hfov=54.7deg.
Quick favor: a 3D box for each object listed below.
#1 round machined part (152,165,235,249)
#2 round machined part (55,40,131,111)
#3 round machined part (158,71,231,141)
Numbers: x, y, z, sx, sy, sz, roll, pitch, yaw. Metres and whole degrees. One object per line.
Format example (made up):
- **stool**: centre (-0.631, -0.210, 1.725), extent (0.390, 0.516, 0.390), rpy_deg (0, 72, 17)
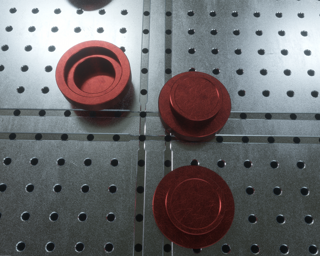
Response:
- **round machined part**: centre (0.040, 0.092, 0.370), extent (0.099, 0.042, 0.098), rpy_deg (0, 70, 0)
- **round machined part**: centre (-0.088, -0.068, 0.427), extent (0.099, 0.042, 0.098), rpy_deg (0, 70, -1)
- **round machined part**: centre (0.047, -0.034, 0.416), extent (0.099, 0.042, 0.098), rpy_deg (0, 70, -1)
